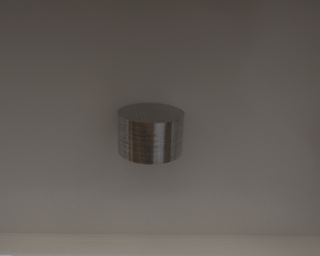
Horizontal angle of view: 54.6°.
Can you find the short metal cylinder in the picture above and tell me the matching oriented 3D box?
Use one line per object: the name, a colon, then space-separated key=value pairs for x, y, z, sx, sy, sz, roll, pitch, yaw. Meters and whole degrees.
short metal cylinder: x=-0.011 y=0.004 z=0.380 sx=0.080 sy=0.080 sz=0.050 roll=2 pitch=110 yaw=-1
